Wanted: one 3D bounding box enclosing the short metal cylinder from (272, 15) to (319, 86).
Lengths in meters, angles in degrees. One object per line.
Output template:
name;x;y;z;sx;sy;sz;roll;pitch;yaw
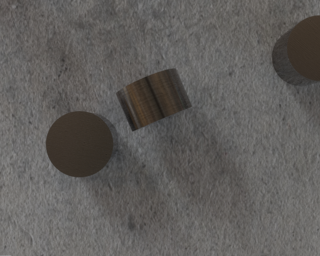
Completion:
short metal cylinder;0.194;-0.097;0.400;0.081;0.050;0.079;0;90;-1

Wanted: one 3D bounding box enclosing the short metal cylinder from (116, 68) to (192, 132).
short metal cylinder;-0.007;-0.034;0.382;0.080;0.080;0.050;-23;90;0

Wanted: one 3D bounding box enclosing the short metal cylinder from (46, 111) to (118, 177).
short metal cylinder;-0.097;0.019;0.396;0.081;0.050;0.079;0;90;-1
